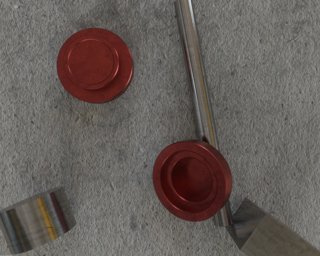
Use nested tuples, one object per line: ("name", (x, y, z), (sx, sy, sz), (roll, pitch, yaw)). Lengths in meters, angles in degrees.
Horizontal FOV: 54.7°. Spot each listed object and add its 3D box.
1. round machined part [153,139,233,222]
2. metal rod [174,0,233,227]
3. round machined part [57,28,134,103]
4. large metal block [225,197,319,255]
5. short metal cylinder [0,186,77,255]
("round machined part", (0.043, 0.062, 0.388), (0.098, 0.042, 0.097), (4, 97, 31))
("metal rod", (0.057, -0.021, 0.410), (0.025, 0.025, 0.298), (-10, 90, 0))
("round machined part", (-0.085, -0.081, 0.401), (0.099, 0.042, 0.097), (0, 90, 0))
("large metal block", (0.136, 0.138, 0.384), (0.080, 0.080, 0.050), (35, 90, 0))
("short metal cylinder", (-0.151, 0.111, 0.381), (0.080, 0.080, 0.050), (-21, 90, 0))
